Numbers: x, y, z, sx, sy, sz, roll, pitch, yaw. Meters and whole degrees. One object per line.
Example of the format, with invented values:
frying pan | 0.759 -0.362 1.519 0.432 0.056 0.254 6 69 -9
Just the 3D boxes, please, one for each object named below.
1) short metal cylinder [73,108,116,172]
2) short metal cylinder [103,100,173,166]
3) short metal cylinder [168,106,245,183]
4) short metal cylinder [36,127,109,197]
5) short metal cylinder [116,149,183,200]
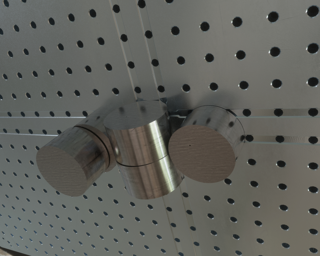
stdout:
short metal cylinder | -0.085 0.018 0.451 0.080 0.050 0.079 13 124 20
short metal cylinder | -0.025 0.004 0.392 0.080 0.080 0.050 1 120 28
short metal cylinder | 0.057 0.019 0.376 0.080 0.050 0.079 13 124 20
short metal cylinder | -0.117 0.045 0.418 0.080 0.050 0.079 13 124 21
short metal cylinder | -0.013 0.049 0.413 0.080 0.080 0.050 -1 118 29
